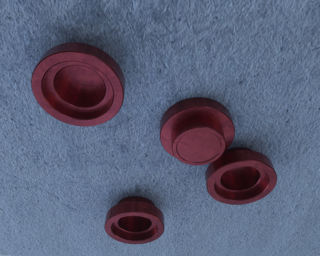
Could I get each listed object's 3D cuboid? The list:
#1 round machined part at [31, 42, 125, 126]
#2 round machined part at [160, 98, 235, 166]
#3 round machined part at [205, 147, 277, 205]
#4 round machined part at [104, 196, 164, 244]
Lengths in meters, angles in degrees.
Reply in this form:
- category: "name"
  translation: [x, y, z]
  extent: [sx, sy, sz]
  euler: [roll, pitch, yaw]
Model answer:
- category: "round machined part"
  translation: [-0.089, -0.052, 0.351]
  extent: [0.099, 0.042, 0.097]
  euler: [0, 130, 0]
- category: "round machined part"
  translation: [0.049, 0.012, 0.406]
  extent: [0.099, 0.042, 0.097]
  euler: [0, 130, 0]
- category: "round machined part"
  translation: [0.115, 0.066, 0.453]
  extent: [0.099, 0.042, 0.097]
  euler: [0, 130, 0]
- category: "round machined part"
  translation: [-0.042, 0.153, 0.526]
  extent: [0.099, 0.042, 0.097]
  euler: [0, 130, 0]
